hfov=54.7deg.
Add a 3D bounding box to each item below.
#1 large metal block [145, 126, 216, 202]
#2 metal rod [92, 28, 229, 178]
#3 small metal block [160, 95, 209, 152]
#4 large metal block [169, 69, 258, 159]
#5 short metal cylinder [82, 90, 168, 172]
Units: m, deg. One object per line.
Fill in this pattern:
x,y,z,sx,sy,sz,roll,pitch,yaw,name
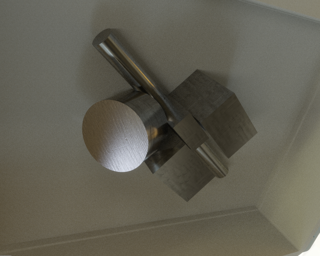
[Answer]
0.015,0.038,0.406,0.050,0.080,0.080,-43,130,1,large metal block
0.021,-0.011,0.414,0.025,0.025,0.300,-43,130,1,metal rod
0.026,-0.006,0.373,0.025,0.050,0.050,-42,130,0,small metal block
0.068,-0.019,0.400,0.050,0.080,0.080,-42,130,1,large metal block
-0.038,0.002,0.345,0.050,0.080,0.079,-36,145,-60,short metal cylinder
